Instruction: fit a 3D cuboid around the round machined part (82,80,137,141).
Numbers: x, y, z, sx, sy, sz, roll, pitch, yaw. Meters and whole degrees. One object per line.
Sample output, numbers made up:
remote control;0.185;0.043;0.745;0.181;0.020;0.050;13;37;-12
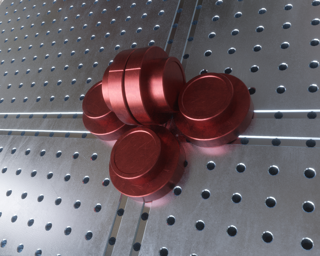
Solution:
round machined part;-0.074;-0.034;0.455;0.098;0.042;0.098;-13;56;20

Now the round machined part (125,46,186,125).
round machined part;0.001;-0.053;0.385;0.042;0.098;0.098;-1;62;28

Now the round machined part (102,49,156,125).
round machined part;-0.038;-0.053;0.404;0.042;0.098;0.098;1;62;29

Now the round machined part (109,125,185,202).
round machined part;-0.022;0.038;0.384;0.098;0.042;0.098;-13;56;20

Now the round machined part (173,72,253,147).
round machined part;0.061;-0.029;0.381;0.098;0.042;0.098;-13;56;20
